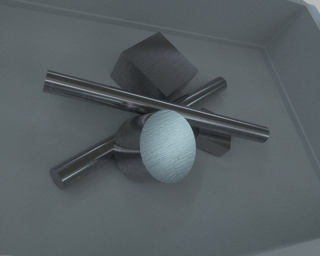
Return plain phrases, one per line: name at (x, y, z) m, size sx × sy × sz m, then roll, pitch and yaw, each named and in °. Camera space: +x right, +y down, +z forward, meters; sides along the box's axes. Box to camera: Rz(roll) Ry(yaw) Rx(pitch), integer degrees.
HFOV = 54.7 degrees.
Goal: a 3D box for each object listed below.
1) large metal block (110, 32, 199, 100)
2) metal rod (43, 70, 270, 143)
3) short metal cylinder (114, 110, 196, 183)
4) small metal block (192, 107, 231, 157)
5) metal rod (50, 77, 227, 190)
large metal block at (-0.007, -0.076, 0.431) m, size 0.080 × 0.050 × 0.080 m, roll 46°, pitch 51°, yaw 3°
metal rod at (0.012, -0.021, 0.392) m, size 0.302 × 0.025 × 0.025 m, roll 13°, pitch 57°, yaw -22°
short metal cylinder at (-0.005, 0.022, 0.355) m, size 0.081 × 0.050 × 0.080 m, roll 7°, pitch 79°, yaw -39°
small metal block at (0.073, 0.006, 0.439) m, size 0.050 × 0.025 × 0.050 m, roll 24°, pitch 53°, yaw -14°
metal rod at (-0.004, -0.010, 0.408) m, size 0.302 × 0.025 × 0.025 m, roll -31°, pitch 79°, yaw -38°
